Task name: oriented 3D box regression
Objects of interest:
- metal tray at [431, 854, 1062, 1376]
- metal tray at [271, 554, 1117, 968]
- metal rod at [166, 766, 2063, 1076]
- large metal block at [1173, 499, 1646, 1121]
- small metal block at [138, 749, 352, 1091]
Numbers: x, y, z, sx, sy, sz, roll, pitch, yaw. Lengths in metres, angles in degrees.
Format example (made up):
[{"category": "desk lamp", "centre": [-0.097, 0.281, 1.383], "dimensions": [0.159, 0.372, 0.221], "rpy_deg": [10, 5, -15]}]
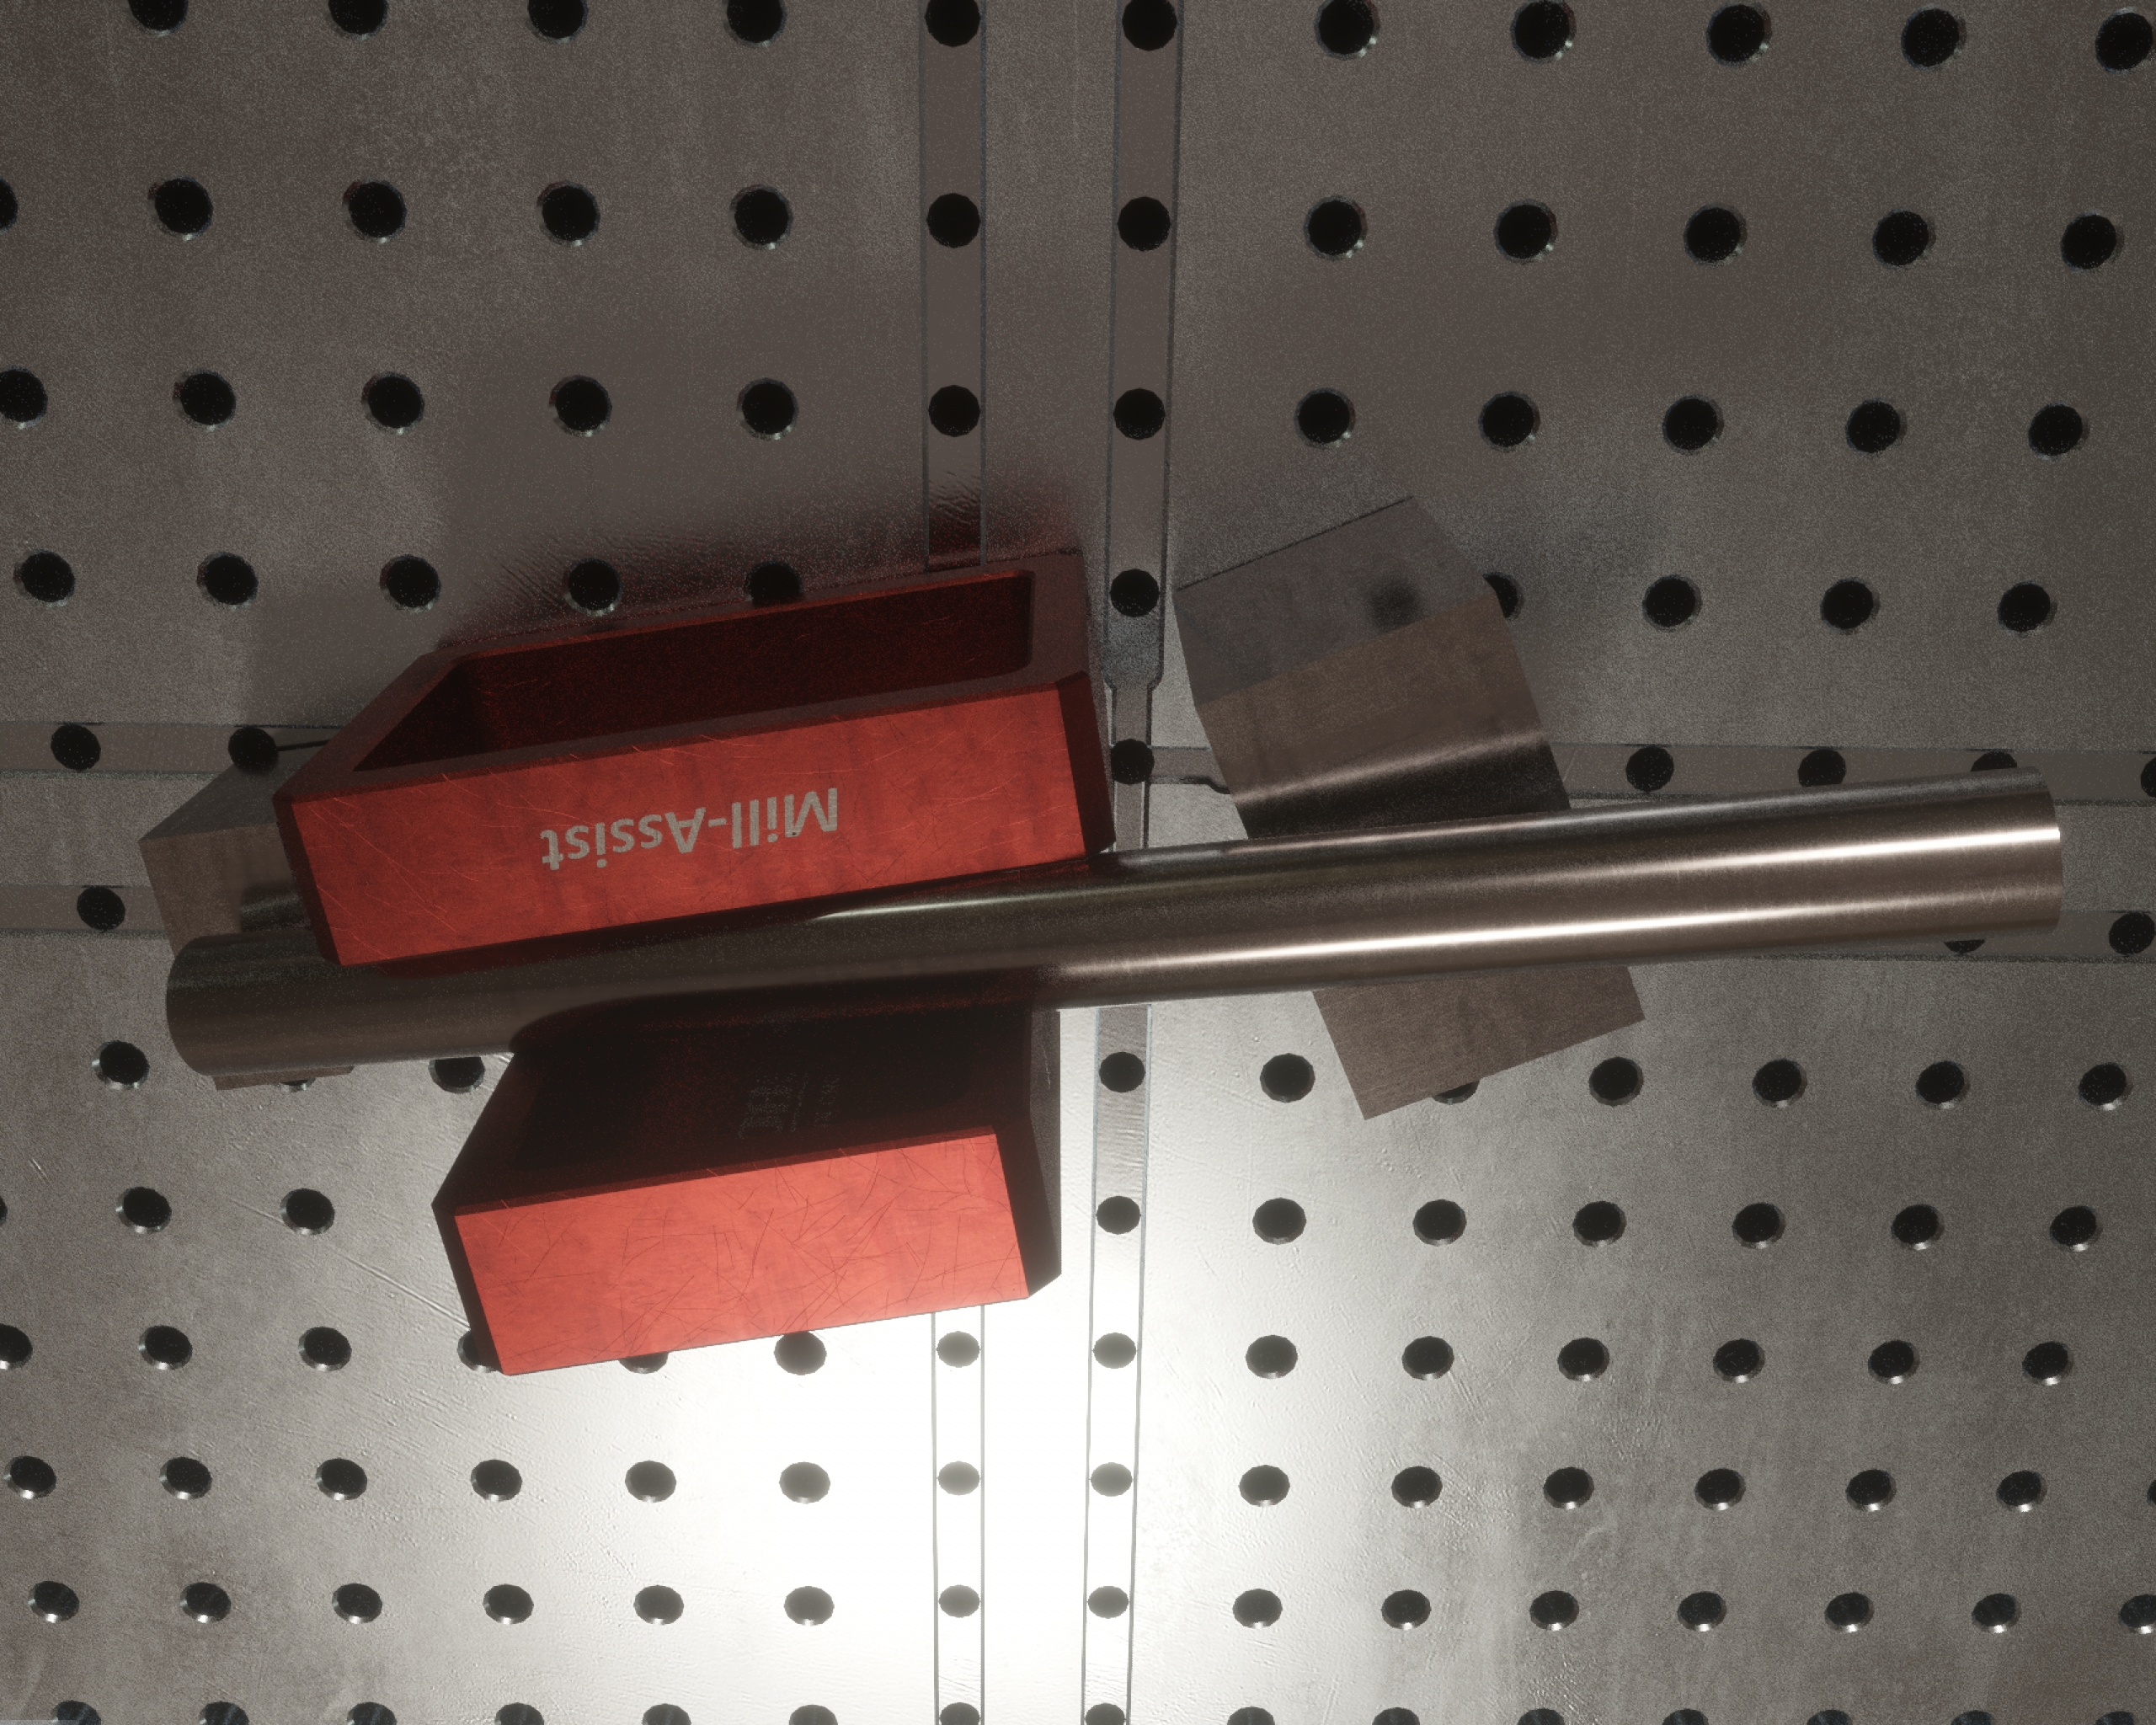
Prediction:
[{"category": "metal tray", "centre": [-0.050, 0.036, 0.370], "dimensions": [0.091, 0.130, 0.030], "rpy_deg": [-9, 111, 3]}, {"category": "metal tray", "centre": [-0.061, -0.021, 0.369], "dimensions": [0.131, 0.090, 0.030], "rpy_deg": [-8, 111, 2]}, {"category": "metal rod", "centre": [-0.005, 0.012, 0.337], "dimensions": [0.301, 0.025, 0.025], "rpy_deg": [-5, 111, 11]}, {"category": "large metal block", "centre": [0.057, -0.013, 0.379], "dimensions": [0.050, 0.080, 0.080], "rpy_deg": [-21, 109, 7]}, {"category": "small metal block", "centre": [-0.151, 0.009, 0.401], "dimensions": [0.025, 0.050, 0.050], "rpy_deg": [-8, 110, 2]}]
